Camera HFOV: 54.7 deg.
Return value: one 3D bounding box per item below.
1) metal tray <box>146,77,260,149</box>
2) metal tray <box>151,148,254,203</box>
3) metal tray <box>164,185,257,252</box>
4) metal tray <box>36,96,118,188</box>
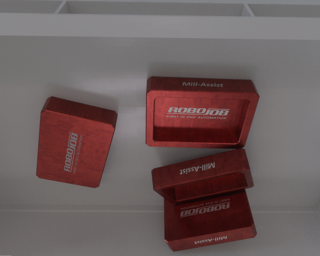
[{"bbox_3d":[0.048,-0.017,0.391,0.131,0.030,0.089,2,130,-2],"label":"metal tray"},{"bbox_3d":[0.064,0.073,0.446,0.130,0.030,0.090,-15,151,13],"label":"metal tray"},{"bbox_3d":[0.073,0.132,0.479,0.130,0.090,0.030,-15,129,12],"label":"metal tray"},{"bbox_3d":[-0.117,0.025,0.426,0.091,0.030,0.129,13,129,-11],"label":"metal tray"}]
